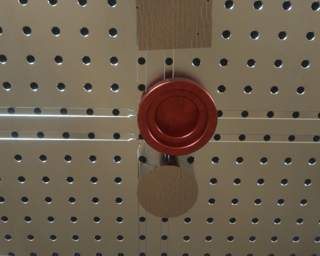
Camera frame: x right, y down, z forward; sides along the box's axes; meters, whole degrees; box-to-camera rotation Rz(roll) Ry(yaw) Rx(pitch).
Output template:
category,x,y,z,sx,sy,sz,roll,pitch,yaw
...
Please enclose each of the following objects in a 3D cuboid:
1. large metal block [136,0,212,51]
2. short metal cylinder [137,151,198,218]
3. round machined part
category,x,y,z,sx,sy,sz,roll,pitch,yaw
large metal block,0.015,-0.133,0.351,0.081,0.050,0.079,-3,110,0
short metal cylinder,0.010,0.076,0.428,0.081,0.050,0.079,0,110,-1
round machined part,0.021,-0.017,0.398,0.099,0.042,0.097,0,110,-1
